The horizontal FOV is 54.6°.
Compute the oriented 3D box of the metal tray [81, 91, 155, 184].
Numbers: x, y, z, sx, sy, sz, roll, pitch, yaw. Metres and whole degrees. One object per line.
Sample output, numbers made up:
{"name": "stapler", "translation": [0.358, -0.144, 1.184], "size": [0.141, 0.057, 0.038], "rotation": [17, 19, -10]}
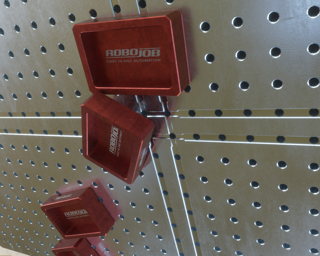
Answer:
{"name": "metal tray", "translation": [-0.063, 0.019, 0.432], "size": [0.090, 0.030, 0.129], "rotation": [29, 143, 9]}

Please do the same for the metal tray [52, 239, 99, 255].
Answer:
{"name": "metal tray", "translation": [-0.167, 0.301, 0.683], "size": [0.090, 0.030, 0.130], "rotation": [-23, 107, 36]}

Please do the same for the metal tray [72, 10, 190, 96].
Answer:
{"name": "metal tray", "translation": [-0.035, -0.086, 0.373], "size": [0.130, 0.030, 0.090], "rotation": [4, 121, 26]}

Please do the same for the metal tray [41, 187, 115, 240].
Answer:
{"name": "metal tray", "translation": [-0.160, 0.168, 0.596], "size": [0.130, 0.030, 0.090], "rotation": [-19, 109, 35]}
